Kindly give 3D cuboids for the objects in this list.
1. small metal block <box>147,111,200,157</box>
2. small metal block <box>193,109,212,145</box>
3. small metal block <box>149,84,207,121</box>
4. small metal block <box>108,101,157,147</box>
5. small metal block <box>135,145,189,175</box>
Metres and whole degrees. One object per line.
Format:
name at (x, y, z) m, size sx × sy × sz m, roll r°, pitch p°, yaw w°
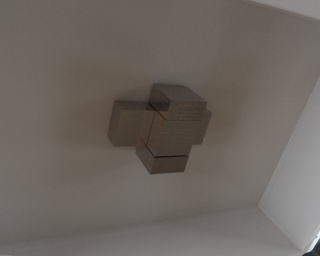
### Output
small metal block at (0.016, 0.007, 0.386) m, size 0.050 × 0.025 × 0.050 m, roll 0°, pitch 118°, yaw -29°
small metal block at (0.037, -0.004, 0.424) m, size 0.050 × 0.025 × 0.050 m, roll 0°, pitch 118°, yaw -29°
small metal block at (0.021, -0.032, 0.381) m, size 0.050 × 0.050 × 0.025 m, roll 0°, pitch 118°, yaw -29°
small metal block at (-0.033, -0.005, 0.385) m, size 0.050 × 0.025 × 0.050 m, roll 1°, pitch 118°, yaw -29°
small metal block at (0.002, 0.035, 0.411) m, size 0.050 × 0.050 × 0.025 m, roll 0°, pitch 118°, yaw -29°
